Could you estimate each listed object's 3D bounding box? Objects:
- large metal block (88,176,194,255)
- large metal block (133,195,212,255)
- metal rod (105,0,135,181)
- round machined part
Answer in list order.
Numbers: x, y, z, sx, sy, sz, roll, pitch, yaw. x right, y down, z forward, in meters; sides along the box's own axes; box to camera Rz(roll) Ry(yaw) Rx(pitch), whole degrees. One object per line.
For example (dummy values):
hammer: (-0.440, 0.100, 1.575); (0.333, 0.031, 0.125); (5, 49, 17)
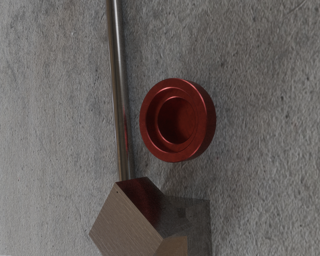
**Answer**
large metal block: (-0.024, 0.113, 0.341); (0.080, 0.050, 0.079); (42, 115, 32)
large metal block: (0.014, 0.128, 0.375); (0.080, 0.050, 0.080); (-4, 87, 39)
metal rod: (-0.058, -0.058, 0.450); (0.025, 0.025, 0.298); (-8, 85, 39)
round machined part: (0.025, -0.009, 0.372); (0.098, 0.042, 0.097); (0, 90, 39)
